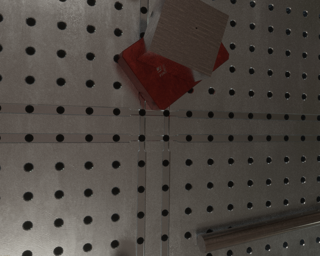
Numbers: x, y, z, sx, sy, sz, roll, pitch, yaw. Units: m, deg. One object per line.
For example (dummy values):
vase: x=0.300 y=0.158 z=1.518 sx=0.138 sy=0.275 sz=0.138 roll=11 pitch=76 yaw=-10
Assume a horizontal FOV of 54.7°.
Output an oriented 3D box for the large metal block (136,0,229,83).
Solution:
large metal block: x=0.027 y=-0.110 z=0.378 sx=0.081 sy=0.050 sz=0.080 roll=19 pitch=83 yaw=-19

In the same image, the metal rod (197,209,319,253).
metal rod: x=0.199 y=0.152 z=0.488 sx=0.303 sy=0.025 sz=0.025 roll=-5 pitch=92 yaw=-20

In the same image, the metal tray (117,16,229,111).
metal tray: x=0.020 y=-0.095 z=0.418 sx=0.131 sy=0.030 sz=0.090 roll=-39 pitch=103 yaw=-16
